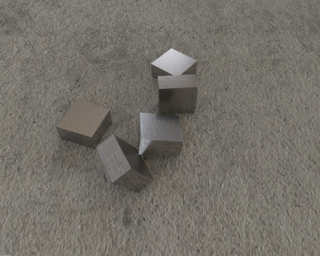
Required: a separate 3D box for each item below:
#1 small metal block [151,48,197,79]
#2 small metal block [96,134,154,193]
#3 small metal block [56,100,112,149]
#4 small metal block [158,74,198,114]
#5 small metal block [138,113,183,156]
[{"bbox_3d":[0.022,-0.092,0.481,0.050,0.025,0.050,32,57,24],"label":"small metal block"},{"bbox_3d":[-0.039,0.041,0.349,0.025,0.050,0.050,-39,55,8],"label":"small metal block"},{"bbox_3d":[-0.098,-0.005,0.407,0.050,0.025,0.050,16,52,13],"label":"small metal block"},{"bbox_3d":[0.023,-0.045,0.425,0.050,0.050,0.025,-3,50,-3],"label":"small metal block"},{"bbox_3d":[-0.001,0.008,0.387,0.050,0.025,0.050,4,40,-9],"label":"small metal block"}]
